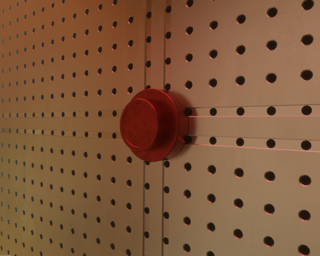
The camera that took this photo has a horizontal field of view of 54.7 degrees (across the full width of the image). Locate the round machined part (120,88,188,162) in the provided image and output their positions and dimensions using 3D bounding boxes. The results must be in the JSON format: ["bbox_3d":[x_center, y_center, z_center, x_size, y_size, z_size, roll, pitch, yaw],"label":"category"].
[{"bbox_3d":[-0.015,-0.004,0.408,0.098,0.042,0.097,0,90,39],"label":"round machined part"}]
